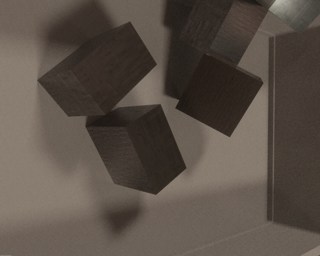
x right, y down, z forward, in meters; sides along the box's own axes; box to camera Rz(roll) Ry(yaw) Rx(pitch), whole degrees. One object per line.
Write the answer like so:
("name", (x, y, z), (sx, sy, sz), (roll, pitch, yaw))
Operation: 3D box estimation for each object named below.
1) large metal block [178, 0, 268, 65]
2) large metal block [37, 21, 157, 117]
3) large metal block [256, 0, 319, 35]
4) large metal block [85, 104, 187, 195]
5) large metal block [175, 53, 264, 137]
("large metal block", (0.083, -0.134, 0.400), (0.081, 0.050, 0.079), (1, 123, -50))
("large metal block", (-0.065, -0.057, 0.318), (0.080, 0.080, 0.050), (-50, 120, -29))
("large metal block", (0.129, -0.156, 0.338), (0.081, 0.080, 0.050), (7, 130, -45))
("large metal block", (-0.028, 0.022, 0.349), (0.050, 0.080, 0.080), (-36, 112, -35))
("large metal block", (0.078, -0.047, 0.412), (0.079, 0.080, 0.050), (-63, 176, 20))
